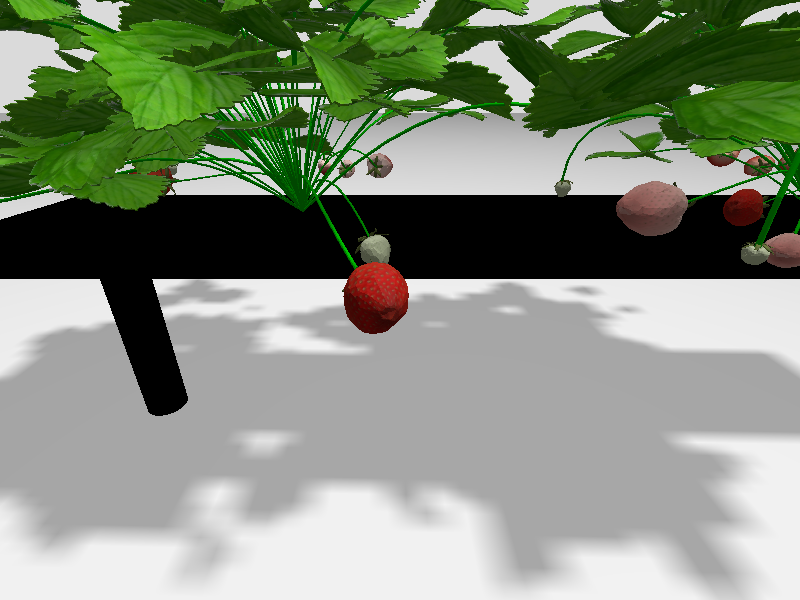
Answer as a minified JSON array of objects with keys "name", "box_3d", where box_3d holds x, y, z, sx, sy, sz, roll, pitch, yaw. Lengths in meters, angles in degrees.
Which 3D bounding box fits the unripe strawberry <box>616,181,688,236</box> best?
[{"name":"unripe strawberry","box_3d":[0.172,-0.063,0.279,0.038,0.038,0.042,-10,28,-18]}]

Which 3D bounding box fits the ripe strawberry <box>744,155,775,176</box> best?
[{"name":"ripe strawberry","box_3d":[0.452,-0.170,0.505,0.029,0.025,0.029,12,29,23]}]

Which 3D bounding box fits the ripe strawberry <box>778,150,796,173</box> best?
[{"name":"ripe strawberry","box_3d":[0.508,-0.178,0.520,0.025,0.029,0.027,18,-10,32]}]

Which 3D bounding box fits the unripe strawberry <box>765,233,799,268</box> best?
[{"name":"unripe strawberry","box_3d":[0.221,-0.027,0.228,0.020,0.020,0.023,-23,35,-37]}]

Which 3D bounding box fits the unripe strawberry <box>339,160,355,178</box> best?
[{"name":"unripe strawberry","box_3d":[-0.065,-0.161,0.493,0.019,0.022,0.021,3,13,6]}]

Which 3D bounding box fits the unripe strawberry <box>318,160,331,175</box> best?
[{"name":"unripe strawberry","box_3d":[-0.099,-0.175,0.528,0.018,0.019,0.018,-2,27,-4]}]

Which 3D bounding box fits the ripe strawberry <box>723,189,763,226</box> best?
[{"name":"ripe strawberry","box_3d":[0.260,-0.070,0.306,0.026,0.028,0.024,-12,29,-21]}]

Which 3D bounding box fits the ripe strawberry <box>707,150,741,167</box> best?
[{"name":"ripe strawberry","box_3d":[0.469,-0.215,0.584,0.040,0.042,0.043,10,4,19]}]

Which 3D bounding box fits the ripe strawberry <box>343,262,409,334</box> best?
[{"name":"ripe strawberry","box_3d":[-0.009,0.000,0.166,0.028,0.030,0.030,-10,29,-18]}]

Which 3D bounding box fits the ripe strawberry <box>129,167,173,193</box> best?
[{"name":"ripe strawberry","box_3d":[-0.243,-0.116,0.389,0.039,0.033,0.039,7,28,16]}]

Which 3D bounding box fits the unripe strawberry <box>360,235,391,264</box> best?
[{"name":"unripe strawberry","box_3d":[-0.013,-0.027,0.232,0.018,0.020,0.019,-14,-30,-26]}]

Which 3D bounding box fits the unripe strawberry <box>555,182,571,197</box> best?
[{"name":"unripe strawberry","box_3d":[0.153,-0.104,0.376,0.015,0.015,0.014,4,27,8]}]

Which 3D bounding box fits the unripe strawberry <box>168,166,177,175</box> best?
[{"name":"unripe strawberry","box_3d":[-0.275,-0.157,0.482,0.012,0.012,0.013,20,33,34]}]

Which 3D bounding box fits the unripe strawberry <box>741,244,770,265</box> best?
[{"name":"unripe strawberry","box_3d":[0.171,-0.022,0.193,0.010,0.010,0.011,-21,34,-36]}]

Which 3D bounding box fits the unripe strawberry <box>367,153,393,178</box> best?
[{"name":"unripe strawberry","box_3d":[-0.024,-0.165,0.492,0.032,0.029,0.029,9,28,18]}]
